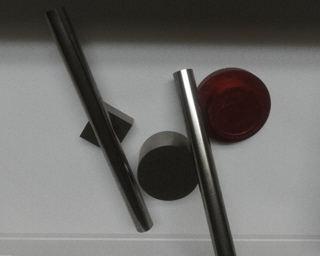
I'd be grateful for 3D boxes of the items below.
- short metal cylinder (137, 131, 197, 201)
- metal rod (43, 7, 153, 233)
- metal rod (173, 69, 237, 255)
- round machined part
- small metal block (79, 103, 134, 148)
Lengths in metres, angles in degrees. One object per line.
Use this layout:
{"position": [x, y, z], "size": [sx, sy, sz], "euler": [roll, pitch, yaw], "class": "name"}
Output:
{"position": [0.011, 0.050, 0.417], "size": [0.081, 0.050, 0.079], "euler": [0, 110, -1], "class": "short metal cylinder"}
{"position": [-0.068, 0.005, 0.385], "size": [0.025, 0.025, 0.298], "euler": [-17, 109, 6], "class": "metal rod"}
{"position": [0.061, 0.076, 0.373], "size": [0.025, 0.025, 0.298], "euler": [-13, 87, 4], "class": "metal rod"}
{"position": [0.093, -0.025, 0.394], "size": [0.099, 0.042, 0.097], "euler": [0, 110, -1], "class": "round machined part"}
{"position": [-0.070, -0.001, 0.410], "size": [0.050, 0.025, 0.050], "euler": [30, 107, -11], "class": "small metal block"}
